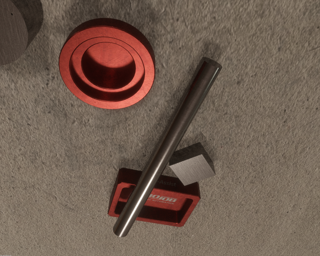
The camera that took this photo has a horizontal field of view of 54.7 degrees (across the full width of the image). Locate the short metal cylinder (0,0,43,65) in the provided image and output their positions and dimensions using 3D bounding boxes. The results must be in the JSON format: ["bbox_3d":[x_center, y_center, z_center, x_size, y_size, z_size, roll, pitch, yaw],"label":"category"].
[{"bbox_3d":[-0.161,-0.107,0.297,0.081,0.050,0.079,0,130,0],"label":"short metal cylinder"}]

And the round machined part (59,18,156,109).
[{"bbox_3d":[-0.054,-0.071,0.335,0.099,0.042,0.097,-1,130,0],"label":"round machined part"}]

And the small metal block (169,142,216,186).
[{"bbox_3d":[0.047,0.053,0.454,0.050,0.025,0.050,-23,127,17],"label":"small metal block"}]

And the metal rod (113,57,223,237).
[{"bbox_3d":[-0.002,0.044,0.416,0.025,0.025,0.298,19,119,-16],"label":"metal rod"}]

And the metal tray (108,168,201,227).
[{"bbox_3d":[-0.011,0.115,0.501,0.131,0.030,0.089,12,129,-11],"label":"metal tray"}]
